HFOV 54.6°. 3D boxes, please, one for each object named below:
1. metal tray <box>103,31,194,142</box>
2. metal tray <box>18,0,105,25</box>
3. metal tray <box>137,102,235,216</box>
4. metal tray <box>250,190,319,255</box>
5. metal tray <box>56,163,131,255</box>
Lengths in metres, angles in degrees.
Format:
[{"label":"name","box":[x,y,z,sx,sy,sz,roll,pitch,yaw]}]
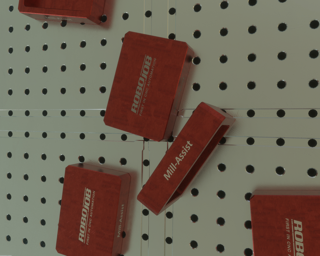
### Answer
[{"label":"metal tray","box":[-0.016,-0.055,0.416,0.090,0.030,0.129,17,96,19]},{"label":"metal tray","box":[-0.144,-0.208,0.461,0.130,0.030,0.090,12,94,19]},{"label":"metal tray","box":[0.034,0.034,0.366,0.030,0.090,0.130,36,102,16]},{"label":"metal tray","box":[0.155,0.139,0.355,0.090,0.030,0.129,-4,89,20]},{"label":"metal tray","box":[-0.097,0.122,0.445,0.090,0.030,0.129,9,93,19]}]
